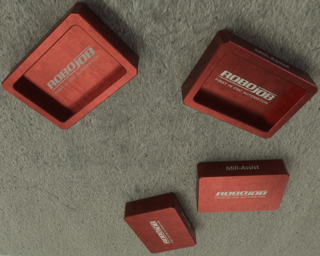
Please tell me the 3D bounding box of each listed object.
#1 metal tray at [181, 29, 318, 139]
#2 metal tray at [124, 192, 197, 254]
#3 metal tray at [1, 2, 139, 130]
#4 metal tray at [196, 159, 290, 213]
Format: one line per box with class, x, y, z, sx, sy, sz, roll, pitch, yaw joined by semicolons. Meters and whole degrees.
metal tray;0.102;-0.046;0.365;0.131;0.030;0.089;21;127;-18
metal tray;0.003;0.173;0.551;0.090;0.030;0.130;-16;129;13
metal tray;-0.100;-0.063;0.349;0.130;0.030;0.090;-34;123;25
metal tray;0.123;0.092;0.484;0.131;0.030;0.089;-2;130;1
